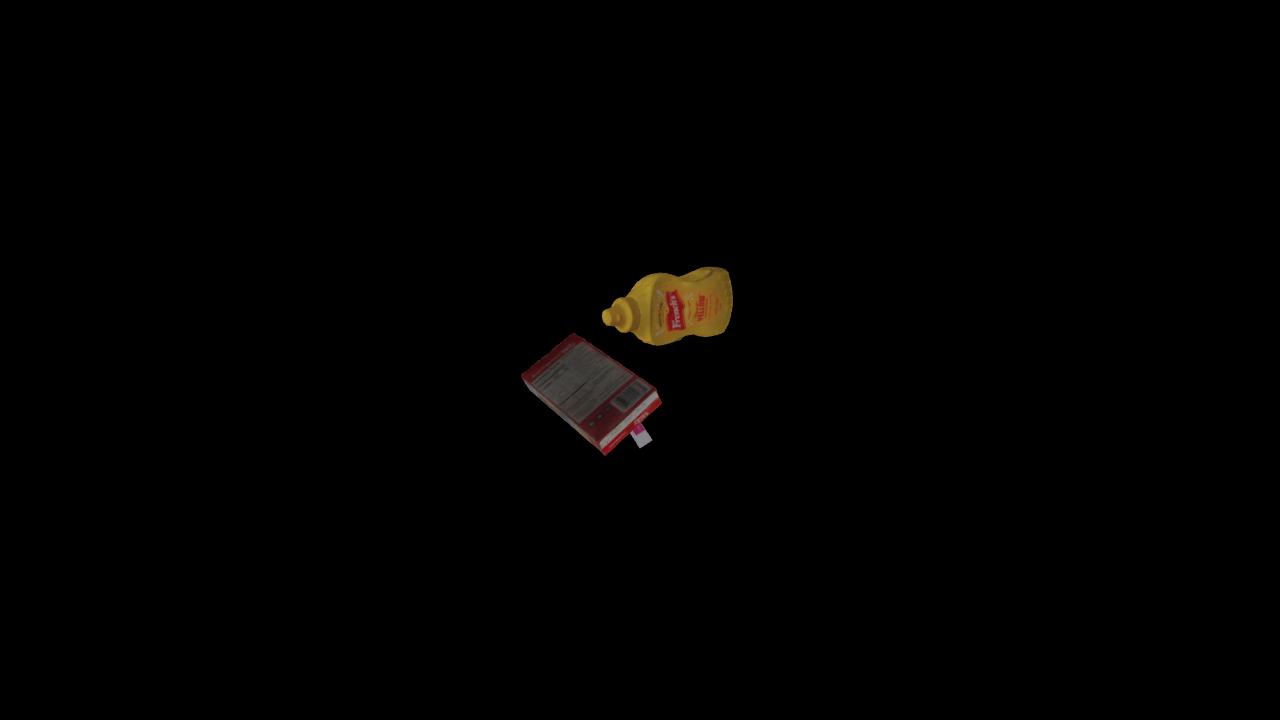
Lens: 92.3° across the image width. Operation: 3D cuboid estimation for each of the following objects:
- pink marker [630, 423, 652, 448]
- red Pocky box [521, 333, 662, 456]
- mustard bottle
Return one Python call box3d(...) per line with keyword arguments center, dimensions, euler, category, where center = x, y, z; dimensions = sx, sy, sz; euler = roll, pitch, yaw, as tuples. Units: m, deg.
box3d(center=(-0.026, 0.052, 0.750), dimensions=(0.020, 0.121, 0.020), euler=(-33, -7, -5), category="pink marker")
box3d(center=(-0.055, 0.031, 0.659), dimensions=(0.083, 0.028, 0.155), euler=(-41, 45, -16), category="red Pocky box")
box3d(center=(0.032, -0.064, 0.760), dimensions=(0.184, 0.092, 0.054), euler=(-12, 27, -35), category="mustard bottle")
